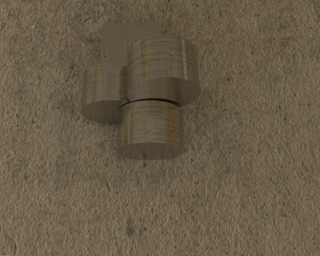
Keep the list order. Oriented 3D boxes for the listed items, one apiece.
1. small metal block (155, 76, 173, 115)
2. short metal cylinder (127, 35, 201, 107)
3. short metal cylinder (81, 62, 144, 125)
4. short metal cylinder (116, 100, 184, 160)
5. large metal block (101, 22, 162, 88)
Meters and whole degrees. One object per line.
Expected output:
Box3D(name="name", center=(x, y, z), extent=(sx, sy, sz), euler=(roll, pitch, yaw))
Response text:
Box3D(name="small metal block", center=(0.007, -0.036, 0.412), extent=(0.025, 0.050, 0.050), euler=(1, 70, 0))
Box3D(name="short metal cylinder", center=(0.003, -0.060, 0.350), extent=(0.081, 0.080, 0.050), euler=(-2, 70, -1))
Box3D(name="short metal cylinder", center=(-0.058, -0.041, 0.396), extent=(0.081, 0.080, 0.050), euler=(-2, 70, -1))
Box3D(name="short metal cylinder", center=(-0.012, 0.005, 0.379), extent=(0.081, 0.080, 0.050), euler=(0, 70, 0))
Box3D(name="large metal block", center=(-0.038, -0.098, 0.433), extent=(0.081, 0.050, 0.080), euler=(-2, 70, -1))
